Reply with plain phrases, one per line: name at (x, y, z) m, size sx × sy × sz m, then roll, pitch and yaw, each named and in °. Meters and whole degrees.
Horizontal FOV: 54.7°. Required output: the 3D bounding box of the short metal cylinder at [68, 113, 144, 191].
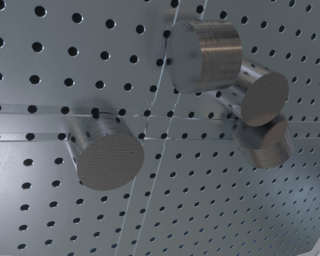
short metal cylinder at (-0.066, 0.029, 0.377) m, size 0.081 × 0.050 × 0.079 m, roll -14°, pitch 124°, yaw -21°

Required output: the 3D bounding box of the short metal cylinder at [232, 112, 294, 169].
short metal cylinder at (0.156, 0.015, 0.470) m, size 0.080 × 0.080 × 0.050 m, roll -38°, pitch 129°, yaw -2°

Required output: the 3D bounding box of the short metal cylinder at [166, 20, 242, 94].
short metal cylinder at (0.047, -0.081, 0.351) m, size 0.050 × 0.080 × 0.079 m, roll -9°, pitch 123°, yaw -24°

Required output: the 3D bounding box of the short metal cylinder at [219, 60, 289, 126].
short metal cylinder at (0.132, -0.049, 0.436) m, size 0.081 × 0.050 × 0.079 m, roll -14°, pitch 124°, yaw -21°
